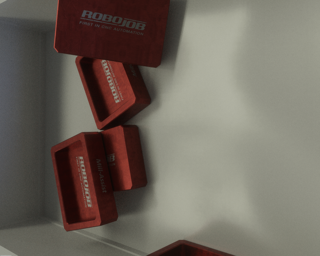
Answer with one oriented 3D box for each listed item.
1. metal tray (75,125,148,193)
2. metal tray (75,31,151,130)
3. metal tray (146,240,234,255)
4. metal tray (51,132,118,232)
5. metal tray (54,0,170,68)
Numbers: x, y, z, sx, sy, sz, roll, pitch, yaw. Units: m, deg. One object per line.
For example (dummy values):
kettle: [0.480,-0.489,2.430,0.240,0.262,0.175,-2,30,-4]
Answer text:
metal tray: [-0.083,0.052,0.469,0.130,0.030,0.090,-16,80,38]
metal tray: [-0.074,-0.072,0.461,0.090,0.030,0.130,-34,69,34]
metal tray: [0.048,0.159,0.323,0.130,0.091,0.030,2,92,39]
metal tray: [-0.114,0.079,0.454,0.090,0.030,0.129,-22,76,37]
metal tray: [-0.059,-0.130,0.388,0.030,0.131,0.089,-141,58,-71]
